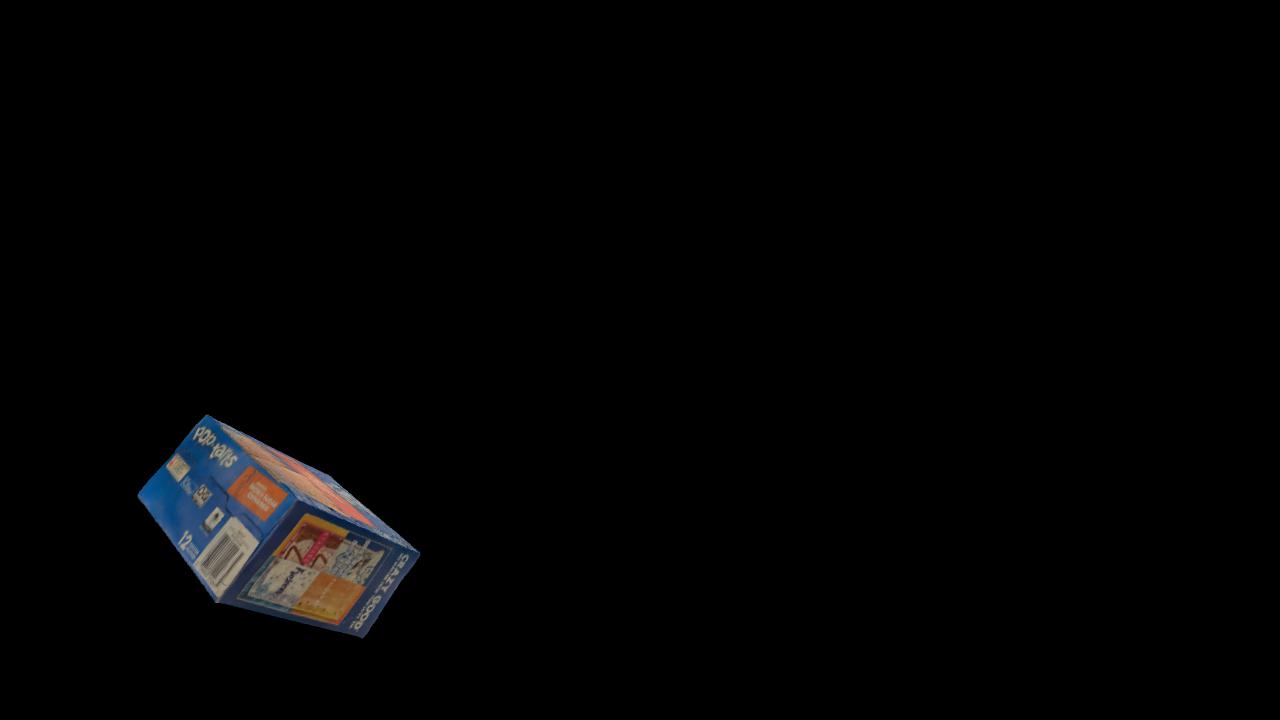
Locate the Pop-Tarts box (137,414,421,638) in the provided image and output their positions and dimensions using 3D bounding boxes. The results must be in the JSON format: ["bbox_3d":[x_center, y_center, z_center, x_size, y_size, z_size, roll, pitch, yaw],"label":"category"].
[{"bbox_3d":[-0.295,0.137,0.510,0.167,0.083,0.141,22,-21,34],"label":"Pop-Tarts box"}]
